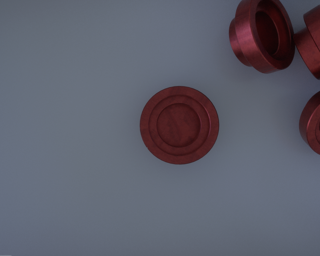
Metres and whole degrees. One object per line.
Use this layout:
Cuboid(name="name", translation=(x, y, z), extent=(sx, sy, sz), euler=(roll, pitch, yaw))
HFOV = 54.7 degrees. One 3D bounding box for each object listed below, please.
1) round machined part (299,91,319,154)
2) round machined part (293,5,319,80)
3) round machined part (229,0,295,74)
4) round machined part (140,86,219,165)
Cuboid(name="round machined part", translation=(0.225, -0.014, 0.393), extent=(0.099, 0.042, 0.097), euler=(-2, 118, -4))
Cuboid(name="round machined part", translation=(0.204, -0.099, 0.387), extent=(0.042, 0.099, 0.098), euler=(-30, 90, 35))
Cuboid(name="round machined part", translation=(0.124, -0.115, 0.388), extent=(0.099, 0.042, 0.097), euler=(8, 78, -38))
Cuboid(name="round machined part", translation=(0.024, -0.003, 0.403), extent=(0.099, 0.042, 0.097), euler=(0, 90, -1))
